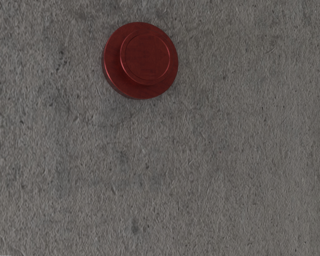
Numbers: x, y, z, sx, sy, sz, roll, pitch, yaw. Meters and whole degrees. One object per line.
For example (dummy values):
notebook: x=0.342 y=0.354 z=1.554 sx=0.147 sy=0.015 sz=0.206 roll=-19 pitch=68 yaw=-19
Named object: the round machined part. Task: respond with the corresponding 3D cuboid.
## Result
round machined part: x=-0.021 y=-0.086 z=0.392 sx=0.099 sy=0.042 sz=0.097 roll=0 pitch=90 yaw=-20
